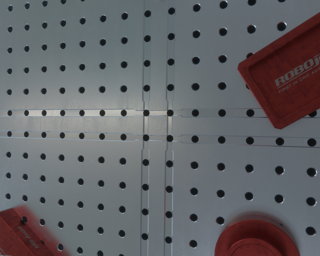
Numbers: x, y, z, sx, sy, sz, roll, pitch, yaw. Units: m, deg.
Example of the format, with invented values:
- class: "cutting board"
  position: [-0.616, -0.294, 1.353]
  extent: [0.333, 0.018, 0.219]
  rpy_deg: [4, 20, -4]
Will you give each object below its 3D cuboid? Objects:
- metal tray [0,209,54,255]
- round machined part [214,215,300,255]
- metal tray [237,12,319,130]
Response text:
- class: "metal tray"
  position: [-0.232, 0.205, 0.492]
  extent: [0.130, 0.030, 0.090]
  rpy_deg: [40, 102, 15]
- class: "round machined part"
  position: [0.113, 0.157, 0.364]
  extent: [0.098, 0.042, 0.097]
  rpy_deg: [0, 90, 20]
- class: "metal tray"
  position: [0.167, -0.067, 0.350]
  extent: [0.130, 0.030, 0.090]
  rpy_deg: [-32, 80, 17]
